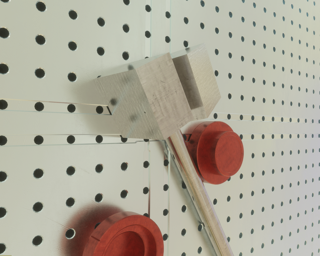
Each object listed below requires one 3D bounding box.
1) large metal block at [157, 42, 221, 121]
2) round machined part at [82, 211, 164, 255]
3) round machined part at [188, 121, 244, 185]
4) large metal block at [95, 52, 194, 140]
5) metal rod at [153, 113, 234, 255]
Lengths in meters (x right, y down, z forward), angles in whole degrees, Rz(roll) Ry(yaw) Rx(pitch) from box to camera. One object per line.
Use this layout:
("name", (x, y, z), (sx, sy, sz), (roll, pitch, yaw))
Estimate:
("large metal block", (0.037, -0.059, 0.405), (0.080, 0.050, 0.080), (-47, 121, -57))
("round machined part", (-0.046, 0.146, 0.360), (0.099, 0.042, 0.097), (0, 90, -40))
("round machined part", (0.091, 0.038, 0.475), (0.099, 0.042, 0.097), (0, 90, -40))
("large metal block", (-0.018, -0.034, 0.358), (0.050, 0.080, 0.080), (-35, 112, -34))
("metal rod", (0.060, 0.103, 0.459), (0.025, 0.025, 0.299), (-38, 113, -34))
